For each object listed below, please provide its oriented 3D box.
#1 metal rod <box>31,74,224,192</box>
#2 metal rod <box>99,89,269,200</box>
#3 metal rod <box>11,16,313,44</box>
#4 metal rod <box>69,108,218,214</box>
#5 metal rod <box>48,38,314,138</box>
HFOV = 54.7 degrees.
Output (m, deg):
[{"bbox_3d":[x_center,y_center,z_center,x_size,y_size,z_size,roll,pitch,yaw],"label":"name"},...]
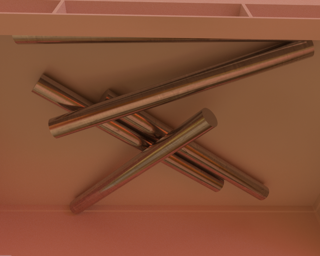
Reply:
[{"bbox_3d":[-0.026,0.018,0.423,0.301,0.025,0.025,31,123,-24],"label":"metal rod"},{"bbox_3d":[0.049,0.034,0.438,0.301,0.025,0.025,31,123,-24],"label":"metal rod"},{"bbox_3d":[0.003,-0.101,0.322,0.302,0.025,0.025,-1,130,0],"label":"metal rod"},{"bbox_3d":[-0.042,0.060,0.432,0.025,0.025,0.299,34,130,-26],"label":"metal rod"},{"bbox_3d":[0.018,-0.044,0.350,0.301,0.025,0.025,-17,129,6],"label":"metal rod"}]
